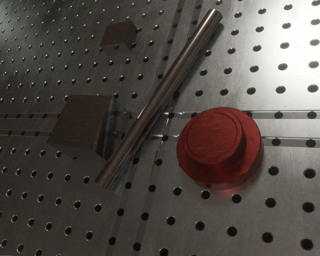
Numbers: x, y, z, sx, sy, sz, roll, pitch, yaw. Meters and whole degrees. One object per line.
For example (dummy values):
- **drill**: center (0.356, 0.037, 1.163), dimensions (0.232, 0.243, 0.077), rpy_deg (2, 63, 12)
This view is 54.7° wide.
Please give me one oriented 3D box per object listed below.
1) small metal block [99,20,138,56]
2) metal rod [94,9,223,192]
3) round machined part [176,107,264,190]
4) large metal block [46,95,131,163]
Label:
- **small metal block**: center (-0.071, -0.156, 0.539), dimensions (0.050, 0.025, 0.050), rpy_deg (-1, 61, 27)
- **metal rod**: center (0.005, -0.048, 0.433), dimensions (0.025, 0.025, 0.300), rpy_deg (23, 74, 36)
- **round machined part**: center (0.064, 0.017, 0.353), dimensions (0.098, 0.042, 0.098), rpy_deg (-13, 56, 20)
- **large metal block**: center (-0.100, 0.000, 0.443), dimensions (0.080, 0.050, 0.080), rpy_deg (5, 64, 30)
